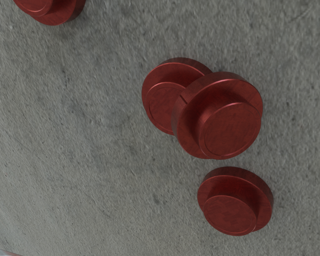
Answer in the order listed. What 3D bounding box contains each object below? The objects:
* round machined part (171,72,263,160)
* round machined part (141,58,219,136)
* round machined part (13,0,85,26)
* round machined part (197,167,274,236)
[{"bbox_3d":[0.064,-0.006,0.324,0.099,0.042,0.097,-10,124,-14],"label":"round machined part"},{"bbox_3d":[0.021,-0.030,0.365,0.098,0.042,0.097,13,124,20],"label":"round machined part"},{"bbox_3d":[-0.139,-0.169,0.362,0.098,0.042,0.097,13,124,20],"label":"round machined part"},{"bbox_3d":[0.096,0.103,0.408,0.098,0.042,0.097,13,124,20],"label":"round machined part"}]
